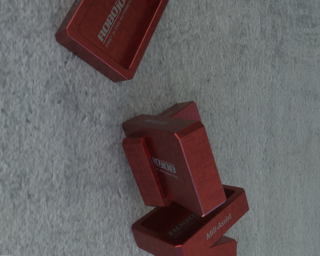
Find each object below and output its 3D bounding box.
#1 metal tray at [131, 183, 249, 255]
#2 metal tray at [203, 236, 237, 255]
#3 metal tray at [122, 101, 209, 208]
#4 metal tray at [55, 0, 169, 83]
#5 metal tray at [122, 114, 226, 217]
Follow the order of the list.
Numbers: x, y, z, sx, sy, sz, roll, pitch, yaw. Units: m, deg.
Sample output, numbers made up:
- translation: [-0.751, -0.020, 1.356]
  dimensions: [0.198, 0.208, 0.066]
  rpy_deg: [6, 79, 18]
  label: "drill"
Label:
- translation: [0.041, 0.115, 0.398]
  dimensions: [0.131, 0.090, 0.030]
  rpy_deg: [-27, 107, -37]
  label: "metal tray"
- translation: [0.075, 0.237, 0.468]
  dimensions: [0.091, 0.030, 0.129]
  rpy_deg: [4, 88, -40]
  label: "metal tray"
- translation: [0.016, 0.029, 0.398]
  dimensions: [0.131, 0.030, 0.090]
  rpy_deg: [-36, 113, -48]
  label: "metal tray"
- translation: [-0.050, -0.130, 0.360]
  dimensions: [0.090, 0.030, 0.130]
  rpy_deg: [35, 69, -35]
  label: "metal tray"
- translation: [0.009, 0.034, 0.344]
  dimensions: [0.030, 0.130, 0.089]
  rpy_deg: [-26, 107, -25]
  label: "metal tray"
